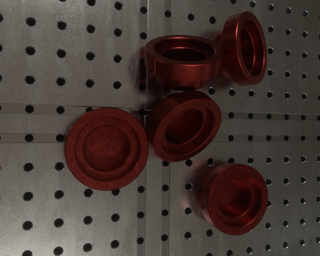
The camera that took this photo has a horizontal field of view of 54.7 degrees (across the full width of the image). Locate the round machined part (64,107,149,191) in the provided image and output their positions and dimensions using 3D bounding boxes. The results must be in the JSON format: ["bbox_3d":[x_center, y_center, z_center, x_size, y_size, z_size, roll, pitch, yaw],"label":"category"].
[{"bbox_3d":[-0.067,0.024,0.380,0.099,0.042,0.097,0,90,-20],"label":"round machined part"}]

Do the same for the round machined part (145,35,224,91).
[{"bbox_3d":[0.029,-0.082,0.395,0.099,0.098,0.042,-13,129,-20],"label":"round machined part"}]

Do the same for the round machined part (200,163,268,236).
[{"bbox_3d":[0.101,0.098,0.443,0.099,0.042,0.097,0,90,-21],"label":"round machined part"}]

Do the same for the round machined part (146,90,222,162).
[{"bbox_3d":[0.026,-0.006,0.398,0.099,0.042,0.097,-18,133,-20],"label":"round machined part"}]

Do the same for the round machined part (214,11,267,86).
[{"bbox_3d":[0.110,-0.107,0.431,0.099,0.042,0.097,4,85,-50],"label":"round machined part"}]
